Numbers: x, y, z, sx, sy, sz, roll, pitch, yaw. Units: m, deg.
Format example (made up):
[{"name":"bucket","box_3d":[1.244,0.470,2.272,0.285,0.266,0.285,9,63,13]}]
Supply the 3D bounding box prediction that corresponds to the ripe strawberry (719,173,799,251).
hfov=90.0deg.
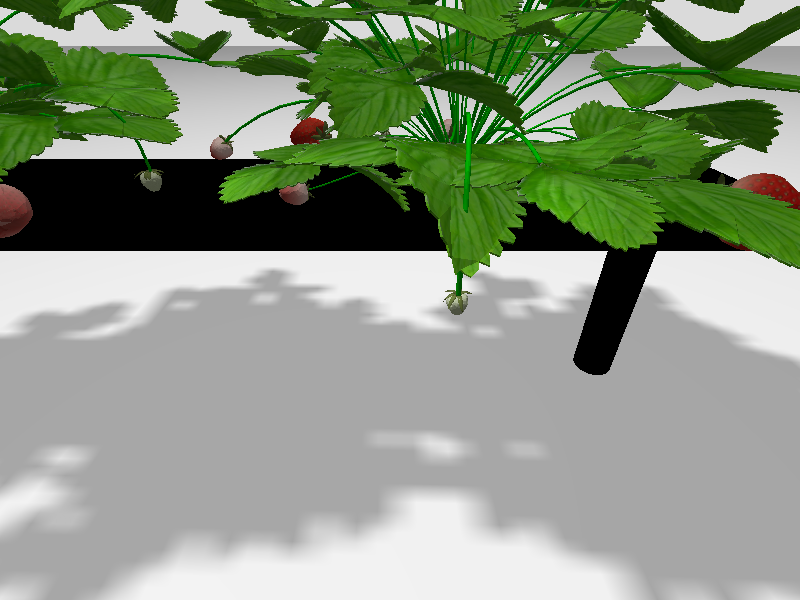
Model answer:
[{"name":"ripe strawberry","box_3d":[0.212,-0.050,0.232,0.044,0.043,0.041,25,41,31]}]

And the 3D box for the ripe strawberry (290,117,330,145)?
[{"name":"ripe strawberry","box_3d":[-0.092,-0.166,0.406,0.037,0.036,0.040,17,37,24]}]

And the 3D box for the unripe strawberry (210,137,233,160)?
[{"name":"unripe strawberry","box_3d":[-0.178,-0.149,0.397,0.023,0.020,0.023,-29,20,32]}]

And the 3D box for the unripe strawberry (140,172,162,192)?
[{"name":"unripe strawberry","box_3d":[-0.191,-0.091,0.308,0.016,0.015,0.014,7,35,10]}]

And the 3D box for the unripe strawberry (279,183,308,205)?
[{"name":"unripe strawberry","box_3d":[-0.078,-0.079,0.294,0.020,0.020,0.019,-15,37,-21]}]

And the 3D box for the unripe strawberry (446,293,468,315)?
[{"name":"unripe strawberry","box_3d":[0.023,0.002,0.163,0.009,0.010,0.010,4,34,6]}]

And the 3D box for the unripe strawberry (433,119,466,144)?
[{"name":"unripe strawberry","box_3d":[0.052,-0.179,0.430,0.035,0.030,0.035,1,33,1]}]

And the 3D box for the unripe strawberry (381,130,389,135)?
[{"name":"unripe strawberry","box_3d":[-0.018,-0.200,0.480,0.010,0.011,0.011,-13,-11,-19]}]
